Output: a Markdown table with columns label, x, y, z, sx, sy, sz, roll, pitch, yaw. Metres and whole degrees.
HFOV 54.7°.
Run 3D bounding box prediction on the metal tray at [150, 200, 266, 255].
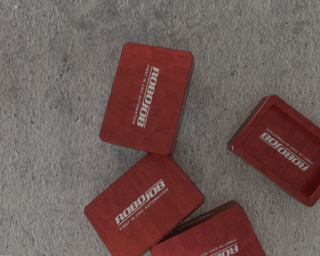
| label | x | y | z | sx | sy | sz | roll | pitch | yaw |
| --- | --- | --- | --- | --- | --- | --- | --- | --- | --- |
| metal tray | 0.064 | 0.164 | 0.408 | 0.131 | 0.030 | 0.090 | -26 | 90 | 0 |

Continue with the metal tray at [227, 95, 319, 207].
| label | x | y | z | sx | sy | sz | roll | pitch | yaw |
| --- | --- | --- | --- | --- | --- | --- | --- | --- | --- |
| metal tray | 0.168 | 0.029 | 0.408 | 0.130 | 0.030 | 0.090 | 37 | 90 | 0 |

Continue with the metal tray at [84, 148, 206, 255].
| label | x | y | z | sx | sy | sz | roll | pitch | yaw |
| --- | --- | --- | --- | --- | --- | --- | --- | --- | --- |
| metal tray | -0.019 | 0.097 | 0.392 | 0.130 | 0.030 | 0.090 | -41 | 70 | 0 |

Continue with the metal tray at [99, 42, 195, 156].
| label | x | y | z | sx | sy | sz | roll | pitch | yaw |
| --- | --- | --- | --- | --- | --- | --- | --- | --- | --- |
| metal tray | -0.014 | -0.036 | 0.389 | 0.090 | 0.030 | 0.129 | 12 | 81 | 12 |
